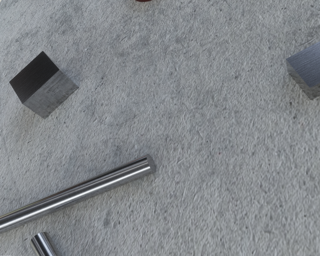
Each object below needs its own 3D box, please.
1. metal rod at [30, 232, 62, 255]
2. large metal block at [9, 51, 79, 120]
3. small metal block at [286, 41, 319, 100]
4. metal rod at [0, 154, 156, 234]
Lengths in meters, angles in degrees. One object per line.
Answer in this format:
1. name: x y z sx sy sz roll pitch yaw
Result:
1. metal rod: -0.059 0.213 0.302 0.025 0.025 0.300 -48 52 -6
2. large metal block: -0.202 -0.075 0.537 0.080 0.050 0.080 -44 51 -3
3. small metal block: 0.180 -0.067 0.351 0.050 0.025 0.050 -28 52 10
4. metal rod: -0.145 0.102 0.415 0.301 0.025 0.025 -23 53 13
